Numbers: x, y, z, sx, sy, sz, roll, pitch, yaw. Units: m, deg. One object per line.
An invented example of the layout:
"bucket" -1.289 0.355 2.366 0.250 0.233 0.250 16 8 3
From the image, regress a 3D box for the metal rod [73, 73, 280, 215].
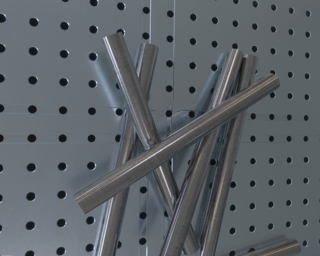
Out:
"metal rod" 0.036 0.008 0.378 0.302 0.025 0.025 -31 100 -21

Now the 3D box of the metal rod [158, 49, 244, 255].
"metal rod" 0.059 0.026 0.410 0.025 0.025 0.300 26 72 -18

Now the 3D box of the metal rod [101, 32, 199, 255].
"metal rod" -0.006 0.031 0.389 0.025 0.025 0.299 -25 106 -18

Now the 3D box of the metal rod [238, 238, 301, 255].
"metal rod" 0.074 0.208 0.439 0.302 0.025 0.025 -9 93 -20

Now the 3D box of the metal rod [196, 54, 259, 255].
"metal rod" 0.098 0.040 0.448 0.025 0.025 0.299 16 85 -19

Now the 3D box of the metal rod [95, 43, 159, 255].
"metal rod" -0.044 0.039 0.396 0.025 0.025 0.299 13 86 -20
